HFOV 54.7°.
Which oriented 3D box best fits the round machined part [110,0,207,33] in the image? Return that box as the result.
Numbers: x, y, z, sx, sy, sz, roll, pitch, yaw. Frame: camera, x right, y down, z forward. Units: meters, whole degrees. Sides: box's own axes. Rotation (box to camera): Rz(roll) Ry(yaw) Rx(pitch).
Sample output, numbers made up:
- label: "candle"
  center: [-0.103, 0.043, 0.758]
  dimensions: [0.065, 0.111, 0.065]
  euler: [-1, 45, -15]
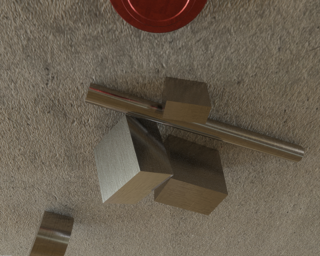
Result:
- label: "round machined part"
  center: [-0.001, -0.133, 0.283]
  dimensions: [0.099, 0.042, 0.097]
  euler: [-1, 130, 0]

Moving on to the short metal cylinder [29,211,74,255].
- label: "short metal cylinder"
  center: [-0.185, 0.187, 0.528]
  dimensions: [0.050, 0.080, 0.079]
  euler: [20, 127, -17]

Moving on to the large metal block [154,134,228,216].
- label: "large metal block"
  center: [0.039, 0.064, 0.426]
  dimensions: [0.081, 0.080, 0.050]
  euler: [19, 128, -16]

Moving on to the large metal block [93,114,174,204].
- label: "large metal block"
  center: [-0.037, 0.042, 0.396]
  dimensions: [0.050, 0.080, 0.080]
  euler: [14, 135, -40]

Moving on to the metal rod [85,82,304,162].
- label: "metal rod"
  center: [0.055, -0.003, 0.405]
  dimensions: [0.302, 0.025, 0.025]
  euler: [16, 128, -14]

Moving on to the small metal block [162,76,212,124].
- label: "small metal block"
  center: [0.030, -0.033, 0.363]
  dimensions: [0.050, 0.050, 0.025]
  euler: [8, 130, -7]
